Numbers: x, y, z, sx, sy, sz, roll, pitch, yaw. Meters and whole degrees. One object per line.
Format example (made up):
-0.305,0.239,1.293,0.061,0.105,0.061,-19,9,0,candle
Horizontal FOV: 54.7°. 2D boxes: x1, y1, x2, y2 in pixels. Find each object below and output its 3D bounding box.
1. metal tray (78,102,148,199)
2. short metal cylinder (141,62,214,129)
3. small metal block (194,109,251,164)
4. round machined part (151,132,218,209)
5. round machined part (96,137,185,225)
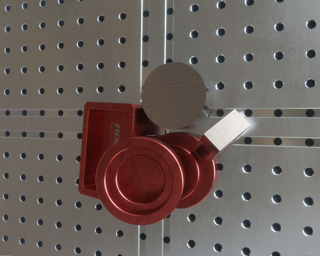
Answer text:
-0.065,0.031,0.420,0.090,0.030,0.129,6,92,34,metal tray
0.023,-0.038,0.390,0.080,0.050,0.079,0,90,19,short metal cylinder
0.072,0.011,0.363,0.050,0.050,0.025,-37,76,-20,small metal block
0.021,0.054,0.394,0.098,0.042,0.097,0,90,19,round machined part
-0.020,0.058,0.359,0.098,0.042,0.097,0,92,9,round machined part
